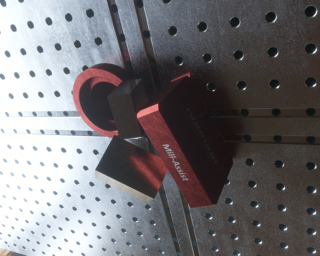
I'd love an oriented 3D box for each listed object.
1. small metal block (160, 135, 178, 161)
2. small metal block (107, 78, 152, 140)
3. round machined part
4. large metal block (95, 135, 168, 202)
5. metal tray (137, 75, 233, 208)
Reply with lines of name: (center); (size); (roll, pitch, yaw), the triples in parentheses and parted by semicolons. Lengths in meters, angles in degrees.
small metal block: (0.028, 0.030, 0.407); (0.050, 0.025, 0.050); (19, 131, 30)
small metal block: (-0.032, -0.022, 0.344); (0.025, 0.050, 0.050); (-7, 115, 15)
round machined part: (-0.061, -0.039, 0.406); (0.098, 0.042, 0.097); (13, 124, 20)
large metal block: (-0.040, 0.059, 0.421); (0.080, 0.050, 0.080); (27, 161, -3)
metal tray: (0.035, 0.015, 0.359); (0.030, 0.090, 0.130); (-19, 109, 35)
